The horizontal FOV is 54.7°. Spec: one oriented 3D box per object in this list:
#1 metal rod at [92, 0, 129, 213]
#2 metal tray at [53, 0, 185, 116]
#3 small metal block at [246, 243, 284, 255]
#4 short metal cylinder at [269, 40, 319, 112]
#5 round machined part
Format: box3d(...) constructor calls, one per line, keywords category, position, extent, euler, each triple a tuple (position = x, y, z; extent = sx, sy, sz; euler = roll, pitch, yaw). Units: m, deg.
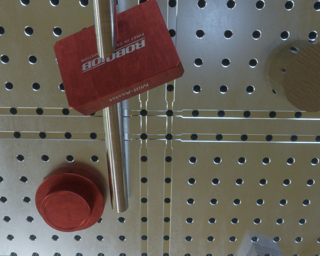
box3d(category="metal rod", position=(-0.059, -0.016, 0.387), extent=(0.025, 0.025, 0.298), euler=(0, 117, 0))
box3d(category="metal tray", position=(-0.048, -0.079, 0.355), extent=(0.130, 0.030, 0.090), euler=(-22, 72, 7))
box3d(category="small metal block", position=(0.165, 0.218, 0.495), extent=(0.050, 0.025, 0.050), euler=(17, 109, -6))
box3d(category="short metal cylinder", position=(0.181, -0.065, 0.378), extent=(0.081, 0.050, 0.079), euler=(0, 110, 0))
box3d(category="round machined part", position=(-0.129, 0.108, 0.443), extent=(0.099, 0.042, 0.097), euler=(0, 110, 0))
